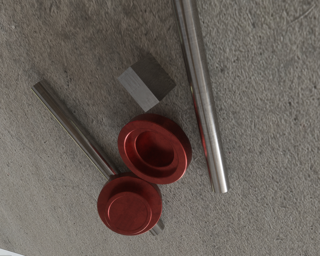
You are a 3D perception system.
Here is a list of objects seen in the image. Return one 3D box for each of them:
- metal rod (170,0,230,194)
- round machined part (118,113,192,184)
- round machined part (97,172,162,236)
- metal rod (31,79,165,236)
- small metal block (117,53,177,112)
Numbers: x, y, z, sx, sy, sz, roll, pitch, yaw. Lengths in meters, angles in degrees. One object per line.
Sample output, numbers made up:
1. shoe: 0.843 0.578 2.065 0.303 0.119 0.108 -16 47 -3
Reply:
1. metal rod: 0.045 -0.051 0.351 0.025 0.025 0.298 -1 118 28
2. round machined part: -0.003 0.023 0.412 0.098 0.042 0.097 13 124 21
3. round machined part: -0.046 0.119 0.466 0.099 0.042 0.097 0 102 0
4. metal rod: -0.092 0.052 0.487 0.025 0.025 0.300 -30 102 38
5. small metal block: -0.014 -0.054 0.365 0.025 0.050 0.050 -34 100 38
